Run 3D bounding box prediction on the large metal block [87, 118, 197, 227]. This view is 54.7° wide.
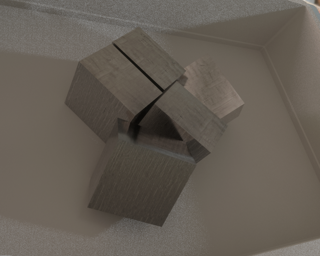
[{"bbox_3d":[-0.021,0.046,0.322,0.080,0.079,0.050,20,19,-17],"label":"large metal block"}]

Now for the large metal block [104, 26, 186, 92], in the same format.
[{"bbox_3d":[-0.027,-0.065,0.394,0.080,0.080,0.050,44,51,1],"label":"large metal block"}]

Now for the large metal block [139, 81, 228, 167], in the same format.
[{"bbox_3d":[0.020,0.004,0.378,0.080,0.080,0.050,41,51,-1],"label":"large metal block"}]

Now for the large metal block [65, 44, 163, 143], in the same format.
[{"bbox_3d":[-0.057,-0.035,0.361,0.080,0.080,0.050,44,51,2],"label":"large metal block"}]

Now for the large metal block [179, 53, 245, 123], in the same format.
[{"bbox_3d":[0.067,-0.043,0.424,0.050,0.080,0.080,-33,77,3],"label":"large metal block"}]
